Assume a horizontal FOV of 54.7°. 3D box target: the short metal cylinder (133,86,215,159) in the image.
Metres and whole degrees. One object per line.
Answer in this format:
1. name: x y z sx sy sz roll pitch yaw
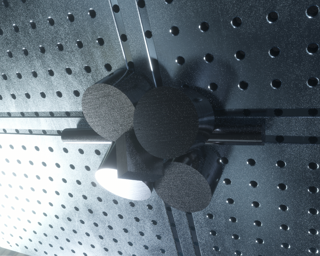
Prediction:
1. short metal cylinder: 0.017 -0.008 0.360 0.080 0.050 0.079 3 97 28

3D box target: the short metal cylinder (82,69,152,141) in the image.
1. short metal cylinder: -0.052 -0.029 0.399 0.080 0.050 0.079 13 124 21

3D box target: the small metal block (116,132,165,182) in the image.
1. small metal block: -0.025 0.036 0.380 0.050 0.050 0.025 13 146 -32

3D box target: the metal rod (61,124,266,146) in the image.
1. metal rod: -0.015 0.010 0.420 0.300 0.025 0.025 -1 118 28

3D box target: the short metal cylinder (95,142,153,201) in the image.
1. short metal cylinder: -0.043 0.059 0.433 0.080 0.050 0.080 14 143 11

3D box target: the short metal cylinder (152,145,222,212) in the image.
1. short metal cylinder: 0.037 0.064 0.410 0.080 0.050 0.079 13 124 21
